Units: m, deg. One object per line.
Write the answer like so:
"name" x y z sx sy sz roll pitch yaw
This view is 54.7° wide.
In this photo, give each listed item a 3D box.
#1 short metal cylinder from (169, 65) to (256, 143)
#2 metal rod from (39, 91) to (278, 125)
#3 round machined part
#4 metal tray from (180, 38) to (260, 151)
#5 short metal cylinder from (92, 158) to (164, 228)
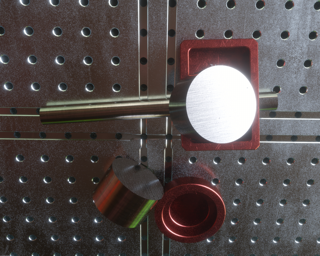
"short metal cylinder" 0.056 -0.024 0.340 0.081 0.050 0.080 0 90 -18
"metal rod" -0.002 -0.026 0.403 0.302 0.025 0.025 -4 110 1
"round machined part" 0.041 0.112 0.446 0.099 0.042 0.097 0 110 0
"metal tray" 0.070 -0.039 0.374 0.091 0.030 0.129 -1 91 1
"short metal cylinder" -0.042 0.085 0.415 0.080 0.080 0.050 32 107 -11
